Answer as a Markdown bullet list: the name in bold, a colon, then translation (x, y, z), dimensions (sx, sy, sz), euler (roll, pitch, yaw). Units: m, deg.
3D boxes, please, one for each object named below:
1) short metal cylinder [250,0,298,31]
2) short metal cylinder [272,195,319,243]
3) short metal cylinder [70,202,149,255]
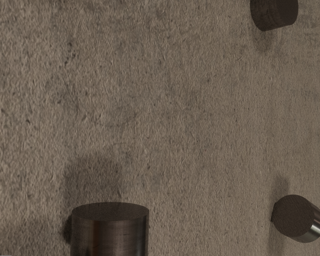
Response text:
- **short metal cylinder**: translation (0.210, -0.223, 0.567), dimensions (0.081, 0.050, 0.079), euler (0, 90, -40)
- **short metal cylinder**: translation (0.266, 0.175, 0.596), dimensions (0.050, 0.080, 0.080), euler (33, 70, -36)
- **short metal cylinder**: translation (-0.052, 0.112, 0.327), dimensions (0.081, 0.080, 0.050), euler (3, 88, -40)
